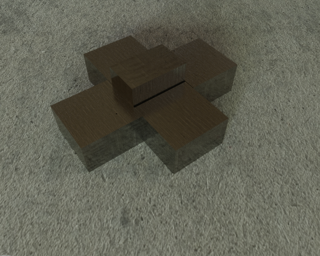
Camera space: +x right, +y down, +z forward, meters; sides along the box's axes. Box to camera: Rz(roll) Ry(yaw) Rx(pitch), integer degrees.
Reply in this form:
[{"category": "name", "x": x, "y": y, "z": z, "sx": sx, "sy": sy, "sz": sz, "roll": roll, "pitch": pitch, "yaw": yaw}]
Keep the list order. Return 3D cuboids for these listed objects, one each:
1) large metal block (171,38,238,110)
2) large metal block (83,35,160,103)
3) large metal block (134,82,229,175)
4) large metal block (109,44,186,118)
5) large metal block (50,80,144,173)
[{"category": "large metal block", "x": 0.051, "y": -0.079, "z": 0.454, "sx": 0.081, "sy": 0.050, "sz": 0.080, "roll": -30, "pitch": 56, "yaw": -23}, {"category": "large metal block", "x": -0.053, "y": -0.083, "z": 0.457, "sx": 0.081, "sy": 0.050, "sz": 0.080, "roll": -30, "pitch": 56, "yaw": -23}, {"category": "large metal block", "x": 0.025, "y": -0.002, "z": 0.390, "sx": 0.081, "sy": 0.050, "sz": 0.080, "roll": -30, "pitch": 56, "yaw": -23}, {"category": "large metal block", "x": -0.015, "y": -0.053, "z": 0.413, "sx": 0.081, "sy": 0.080, "sz": 0.050, "roll": -30, "pitch": 56, "yaw": -23}, {"category": "large metal block", "x": -0.077, "y": -0.005, "z": 0.390, "sx": 0.081, "sy": 0.050, "sz": 0.080, "roll": -30, "pitch": 56, "yaw": -23}]
